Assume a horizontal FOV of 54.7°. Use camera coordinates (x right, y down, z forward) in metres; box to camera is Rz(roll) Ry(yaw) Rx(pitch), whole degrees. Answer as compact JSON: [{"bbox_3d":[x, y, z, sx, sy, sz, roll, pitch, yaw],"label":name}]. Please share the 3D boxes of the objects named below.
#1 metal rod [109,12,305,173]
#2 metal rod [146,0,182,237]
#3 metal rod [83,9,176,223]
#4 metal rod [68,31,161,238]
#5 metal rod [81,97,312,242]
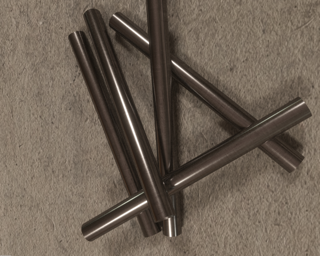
[{"bbox_3d":[0.047,-0.054,0.391,0.300,0.025,0.025,41,103,15],"label":"metal rod"},{"bbox_3d":[0.006,-0.012,0.387,0.025,0.025,0.298,-2,96,19],"label":"metal rod"},{"bbox_3d":[-0.046,-0.032,0.389,0.025,0.025,0.299,-29,68,17],"label":"metal rod"},{"bbox_3d":[-0.065,0.003,0.430,0.025,0.025,0.299,-25,82,18],"label":"metal rod"},{"bbox_3d":[0.031,0.055,0.364,0.300,0.025,0.025,-32,80,13],"label":"metal rod"}]
